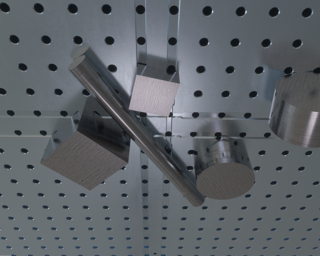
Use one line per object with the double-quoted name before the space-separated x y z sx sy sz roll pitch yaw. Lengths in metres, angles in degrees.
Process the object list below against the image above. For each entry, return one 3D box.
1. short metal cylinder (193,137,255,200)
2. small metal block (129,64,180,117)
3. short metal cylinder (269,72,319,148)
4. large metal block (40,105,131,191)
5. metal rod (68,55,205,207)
"short metal cylinder" 0.090 0.059 0.446 0.081 0.050 0.079 0 130 0
"small metal block" -0.008 -0.045 0.374 0.050 0.025 0.050 10 129 -9
"short metal cylinder" 0.171 -0.023 0.358 0.080 0.080 0.050 -3 130 2
"large metal block" -0.098 0.030 0.420 0.080 0.050 0.080 -37 121 27
"metal rod" -0.015 0.023 0.431 0.025 0.025 0.300 -25 126 20
